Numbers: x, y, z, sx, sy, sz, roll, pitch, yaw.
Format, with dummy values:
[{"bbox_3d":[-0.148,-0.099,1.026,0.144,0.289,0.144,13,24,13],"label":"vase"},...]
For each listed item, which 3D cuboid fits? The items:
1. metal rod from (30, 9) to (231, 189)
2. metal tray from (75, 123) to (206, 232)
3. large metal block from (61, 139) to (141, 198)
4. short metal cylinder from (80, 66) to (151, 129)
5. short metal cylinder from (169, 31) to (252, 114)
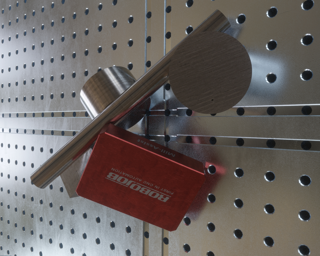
[{"bbox_3d":[-0.042,-0.028,0.372,0.300,0.025,0.025,-40,64,9],"label":"metal rod"},{"bbox_3d":[-0.023,0.061,0.371,0.131,0.030,0.089,24,110,-7],"label":"metal tray"},{"bbox_3d":[-0.085,0.051,0.440,0.080,0.081,0.050,-47,62,29],"label":"large metal block"},{"bbox_3d":[-0.060,-0.037,0.420,0.080,0.081,0.050,-51,61,28],"label":"short metal cylinder"},{"bbox_3d":[0.050,-0.058,0.325,0.080,0.050,0.079,0,102,2],"label":"short metal cylinder"}]
